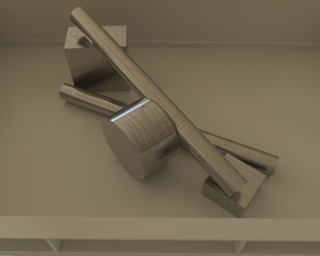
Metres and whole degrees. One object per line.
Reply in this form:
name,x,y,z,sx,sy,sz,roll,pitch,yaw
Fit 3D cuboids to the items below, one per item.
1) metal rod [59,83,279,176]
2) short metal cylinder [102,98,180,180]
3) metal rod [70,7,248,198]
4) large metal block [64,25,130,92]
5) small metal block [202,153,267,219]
metal rod,0.000,-0.004,0.406,0.301,0.025,0.025,20,53,15
short metal cylinder,-0.023,0.012,0.356,0.050,0.080,0.080,-33,58,-25
metal rod,-0.014,-0.043,0.364,0.025,0.025,0.300,-33,70,-25
large metal block,-0.086,-0.099,0.450,0.081,0.080,0.050,-3,50,-3
small metal block,0.083,0.064,0.351,0.050,0.025,0.050,31,56,23
